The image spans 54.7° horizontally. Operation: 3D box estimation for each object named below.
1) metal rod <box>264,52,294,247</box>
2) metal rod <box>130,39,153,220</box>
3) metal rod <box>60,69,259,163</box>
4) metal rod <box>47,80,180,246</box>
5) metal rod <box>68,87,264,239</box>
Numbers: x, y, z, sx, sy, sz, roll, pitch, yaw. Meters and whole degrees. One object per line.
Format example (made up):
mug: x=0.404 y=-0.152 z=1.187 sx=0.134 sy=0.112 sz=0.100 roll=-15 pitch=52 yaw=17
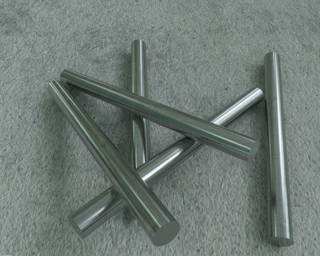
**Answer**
metal rod: x=0.150 y=0.001 z=0.403 sx=0.025 sy=0.025 sz=0.300 roll=9 pitch=50 yaw=7
metal rod: x=-0.027 y=-0.023 z=0.422 sx=0.025 sy=0.025 sz=0.300 roll=-2 pitch=50 yaw=-2
metal rod: x=-0.024 y=-0.027 z=0.389 sx=0.300 sy=0.025 sz=0.025 roll=23 pitch=53 yaw=32
metal rod: x=-0.073 y=0.012 z=0.345 sx=0.025 sy=0.025 sz=0.300 roll=-26 pitch=40 yaw=-20
metal rod: x=0.031 y=0.022 z=0.362 sx=0.302 sy=0.025 sz=0.025 roll=-33 pitch=57 yaw=-33
